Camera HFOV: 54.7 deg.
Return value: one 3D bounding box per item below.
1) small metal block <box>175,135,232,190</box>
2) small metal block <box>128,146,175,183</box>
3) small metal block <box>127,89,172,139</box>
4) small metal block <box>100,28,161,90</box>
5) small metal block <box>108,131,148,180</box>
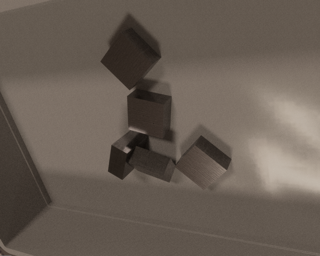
[{"bbox_3d":[0.056,0.046,0.407,0.050,0.025,0.050,39,129,1],"label":"small metal block"},{"bbox_3d":[-0.009,0.051,0.427,0.050,0.025,0.050,18,164,17],"label":"small metal block"},{"bbox_3d":[-0.014,-0.019,0.403,0.050,0.025,0.050,14,124,19],"label":"small metal block"},{"bbox_3d":[-0.036,-0.083,0.375,0.050,0.025,0.050,45,129,-4],"label":"small metal block"},{"bbox_3d":[-0.045,0.036,0.436,0.025,0.050,0.050,27,128,18],"label":"small metal block"}]
